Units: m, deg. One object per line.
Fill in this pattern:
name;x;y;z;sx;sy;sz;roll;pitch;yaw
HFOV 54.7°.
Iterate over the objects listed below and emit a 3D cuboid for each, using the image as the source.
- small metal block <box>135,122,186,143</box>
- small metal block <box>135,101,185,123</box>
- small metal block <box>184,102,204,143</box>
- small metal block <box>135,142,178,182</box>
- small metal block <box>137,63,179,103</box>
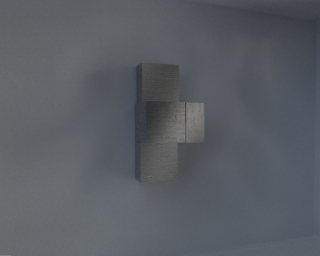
small metal block;-0.001;0.005;0.395;0.050;0.050;0.025;0;90;-20
small metal block;-0.001;-0.019;0.395;0.050;0.050;0.025;0;90;-20
small metal block;0.035;-0.007;0.408;0.025;0.050;0.050;0;90;-20
small metal block;-0.005;0.043;0.407;0.050;0.025;0.050;0;90;-20
small metal block;-0.003;-0.057;0.407;0.050;0.025;0.050;0;90;-20
